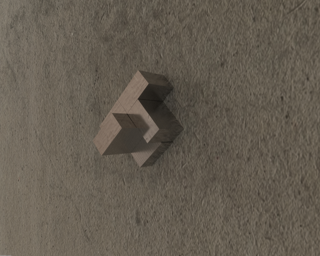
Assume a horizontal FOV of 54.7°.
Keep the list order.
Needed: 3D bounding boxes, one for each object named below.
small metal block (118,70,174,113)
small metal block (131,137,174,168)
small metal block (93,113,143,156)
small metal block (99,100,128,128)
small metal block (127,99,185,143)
[{"bbox_3d":[-0.018,-0.045,0.403,0.050,0.050,0.025,-51,60,28],"label":"small metal block"},{"bbox_3d":[-0.017,0.017,0.419,0.050,0.025,0.050,-50,61,28],"label":"small metal block"},{"bbox_3d":[-0.049,0.008,0.396,0.050,0.050,0.025,-51,60,28],"label":"small metal block"},{"bbox_3d":[-0.046,-0.010,0.425,0.050,0.050,0.025,-51,60,28],"label":"small metal block"},{"bbox_3d":[-0.005,-0.009,0.392,0.025,0.050,0.050,-50,61,28],"label":"small metal block"}]
